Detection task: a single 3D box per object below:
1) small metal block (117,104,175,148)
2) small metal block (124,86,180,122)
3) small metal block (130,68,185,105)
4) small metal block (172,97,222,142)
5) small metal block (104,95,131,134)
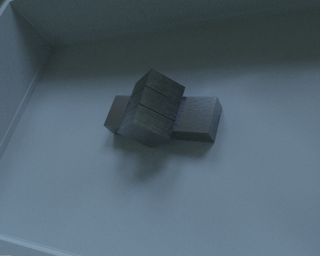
[{"bbox_3d":[-0.018,-0.001,0.384,0.050,0.050,0.025,-29,40,58],"label":"small metal block"},{"bbox_3d":[-0.011,-0.023,0.393,0.050,0.050,0.025,-29,40,58],"label":"small metal block"},{"bbox_3d":[-0.004,-0.046,0.403,0.050,0.050,0.025,-28,41,59],"label":"small metal block"},{"bbox_3d":[0.046,-0.011,0.386,0.050,0.025,0.050,3,63,29],"label":"small metal block"},{"bbox_3d":[-0.044,-0.018,0.436,0.050,0.025,0.050,4,64,29],"label":"small metal block"}]
